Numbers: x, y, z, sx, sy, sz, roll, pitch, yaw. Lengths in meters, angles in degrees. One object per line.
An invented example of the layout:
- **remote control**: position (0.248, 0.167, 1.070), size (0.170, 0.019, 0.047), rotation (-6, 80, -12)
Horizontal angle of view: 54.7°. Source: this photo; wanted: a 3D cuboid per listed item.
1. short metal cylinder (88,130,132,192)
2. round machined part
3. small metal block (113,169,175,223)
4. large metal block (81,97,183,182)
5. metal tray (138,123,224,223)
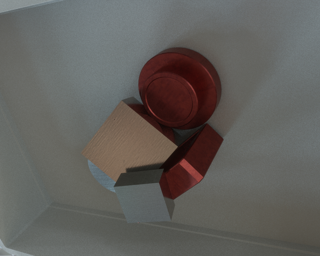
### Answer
- **short metal cylinder**: position (-0.055, 0.047, 0.447), size (0.080, 0.050, 0.079), rotation (13, 124, 20)
- **round machined part**: position (0.018, -0.040, 0.360), size (0.098, 0.042, 0.097), rotation (13, 124, 20)
- **small metal block**: position (-0.016, 0.074, 0.336), size (0.050, 0.025, 0.050), rotation (-9, 114, 17)
- **large metal block**: position (-0.032, 0.020, 0.372), size (0.080, 0.050, 0.080), rotation (40, 104, 1)
- **metal tray**: position (0.015, 0.058, 0.390), size (0.030, 0.090, 0.129), rotation (45, 129, -2)
